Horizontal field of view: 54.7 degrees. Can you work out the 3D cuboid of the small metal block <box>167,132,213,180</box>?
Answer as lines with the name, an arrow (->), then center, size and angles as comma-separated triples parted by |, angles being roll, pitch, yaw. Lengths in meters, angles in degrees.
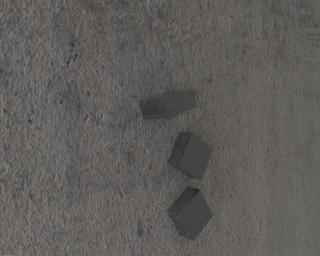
small metal block -> 0.044, 0.040, 0.441 | 0.050, 0.025, 0.050 | 37, 68, -34

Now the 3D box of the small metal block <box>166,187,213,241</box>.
small metal block -> 0.043, 0.121, 0.441 | 0.050, 0.025, 0.050 | -41, 115, -32

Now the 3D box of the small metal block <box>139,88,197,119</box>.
small metal block -> 0.010, -0.031, 0.396 | 0.050, 0.050, 0.025 | -24, 105, -37
